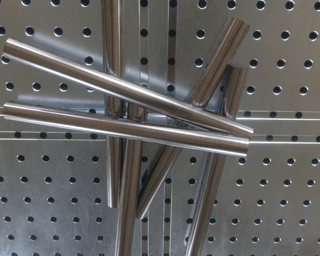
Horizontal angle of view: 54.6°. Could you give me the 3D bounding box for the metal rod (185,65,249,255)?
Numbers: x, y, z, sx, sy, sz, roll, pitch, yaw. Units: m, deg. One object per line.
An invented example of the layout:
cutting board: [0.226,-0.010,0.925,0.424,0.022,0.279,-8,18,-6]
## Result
metal rod: [0.075,0.062,0.436,0.025,0.025,0.298,9,110,-3]

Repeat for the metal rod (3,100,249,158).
metal rod: [-0.046,0.000,0.382,0.301,0.025,0.025,9,110,6]

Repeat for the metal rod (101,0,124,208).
metal rod: [-0.059,-0.030,0.401,0.025,0.025,0.298,2,110,-1]

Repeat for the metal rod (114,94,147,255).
metal rod: [-0.043,0.096,0.430,0.025,0.025,0.298,6,103,-2]

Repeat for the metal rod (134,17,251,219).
metal rod: [0.031,0.000,0.413,0.025,0.025,0.298,24,108,-9]

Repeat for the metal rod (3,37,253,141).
metal rod: [-0.030,-0.041,0.370,0.301,0.025,0.025,20,109,-7]
